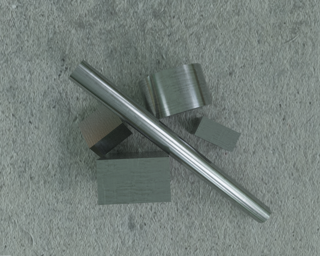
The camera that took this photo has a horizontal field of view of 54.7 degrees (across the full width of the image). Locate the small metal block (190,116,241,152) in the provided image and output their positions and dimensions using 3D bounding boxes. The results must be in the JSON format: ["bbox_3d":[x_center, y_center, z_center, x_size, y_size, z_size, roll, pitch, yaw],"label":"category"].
[{"bbox_3d":[0.070,0.007,0.398,0.050,0.050,0.025,25,90,-1],"label":"small metal block"}]

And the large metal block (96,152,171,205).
[{"bbox_3d":[-0.029,0.058,0.382,0.081,0.080,0.050,-2,91,-1],"label":"large metal block"}]

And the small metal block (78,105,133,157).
[{"bbox_3d":[-0.071,0.001,0.395,0.050,0.025,0.050,-38,48,-1],"label":"small metal block"}]

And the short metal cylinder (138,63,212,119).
[{"bbox_3d":[0.019,-0.042,0.383,0.080,0.080,0.050,-16,90,0],"label":"short metal cylinder"}]

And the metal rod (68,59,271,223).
[{"bbox_3d":[0.025,0.027,0.365,0.301,0.025,0.025,38,90,-19],"label":"metal rod"}]
